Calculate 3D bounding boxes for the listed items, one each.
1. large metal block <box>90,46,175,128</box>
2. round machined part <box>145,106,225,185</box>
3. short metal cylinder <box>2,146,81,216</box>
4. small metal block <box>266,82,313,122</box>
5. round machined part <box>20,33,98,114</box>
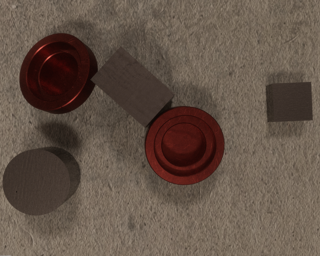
[{"bbox_3d":[-0.030,-0.046,0.382,0.080,0.080,0.050,42,90,-1],"label":"large metal block"},{"bbox_3d":[0.029,0.020,0.398,0.099,0.042,0.097,0,95,-5],"label":"round machined part"},{"bbox_3d":[-0.148,0.065,0.396,0.081,0.050,0.079,0,90,-1],"label":"short metal cylinder"},{"bbox_3d":[0.171,-0.034,0.412,0.050,0.025,0.050,-3,90,-1],"label":"small metal block"},{"bbox_3d":[-0.121,-0.064,0.389,0.098,0.042,0.098,-3,78,17],"label":"round machined part"}]
